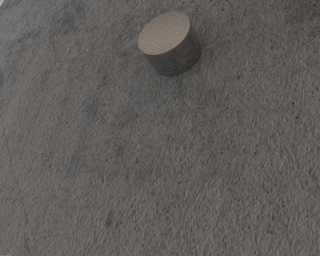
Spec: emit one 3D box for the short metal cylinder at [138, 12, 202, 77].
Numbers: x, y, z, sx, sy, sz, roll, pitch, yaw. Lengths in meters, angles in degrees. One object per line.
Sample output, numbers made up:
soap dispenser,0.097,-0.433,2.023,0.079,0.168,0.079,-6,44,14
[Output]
short metal cylinder,0.015,-0.123,0.456,0.080,0.050,0.080,-13,56,21
